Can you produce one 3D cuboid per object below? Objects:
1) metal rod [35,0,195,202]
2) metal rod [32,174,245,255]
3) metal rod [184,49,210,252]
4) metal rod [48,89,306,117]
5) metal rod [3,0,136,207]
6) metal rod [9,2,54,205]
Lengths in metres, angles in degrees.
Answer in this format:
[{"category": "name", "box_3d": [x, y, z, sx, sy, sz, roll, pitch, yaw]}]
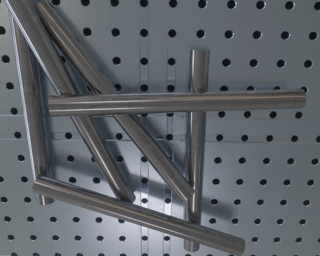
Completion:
[{"category": "metal rod", "box_3d": [-0.052, -0.024, 0.392, 0.025, 0.025, 0.300, -35, 102, 12]}, {"category": "metal rod", "box_3d": [-0.024, 0.123, 0.430, 0.301, 0.025, 0.025, 19, 109, -7]}, {"category": "metal rod", "box_3d": [0.049, 0.044, 0.429, 0.025, 0.025, 0.298, 0, 110, 0]}, {"category": "metal rod", "box_3d": [0.025, -0.031, 0.371, 0.302, 0.025, 0.025, -2, 110, -5]}, {"category": "metal rod", "box_3d": [-0.102, -0.019, 0.392, 0.025, 0.025, 0.299, -21, 114, 7]}, {"category": "metal rod", "box_3d": [-0.164, -0.035, 0.399, 0.025, 0.025, 0.298, 1, 110, 0]}]
